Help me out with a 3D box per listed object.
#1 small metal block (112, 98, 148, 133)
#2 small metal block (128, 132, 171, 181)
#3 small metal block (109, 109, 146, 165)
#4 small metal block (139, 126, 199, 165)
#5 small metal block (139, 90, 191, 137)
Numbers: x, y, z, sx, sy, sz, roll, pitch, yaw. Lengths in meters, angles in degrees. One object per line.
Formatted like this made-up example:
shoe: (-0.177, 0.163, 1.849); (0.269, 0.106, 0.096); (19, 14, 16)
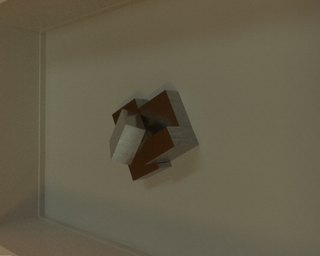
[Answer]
small metal block: (-0.035, -0.007, 0.432); (0.050, 0.025, 0.050); (-31, 71, 35)
small metal block: (-0.019, 0.038, 0.418); (0.050, 0.025, 0.050); (-31, 71, 35)
small metal block: (-0.042, 0.010, 0.389); (0.050, 0.025, 0.050); (-115, 46, -63)
small metal block: (0.010, 0.021, 0.378); (0.050, 0.050, 0.025); (-34, 69, 34)
small metal block: (0.005, -0.014, 0.399); (0.050, 0.025, 0.050); (-31, 71, 35)
